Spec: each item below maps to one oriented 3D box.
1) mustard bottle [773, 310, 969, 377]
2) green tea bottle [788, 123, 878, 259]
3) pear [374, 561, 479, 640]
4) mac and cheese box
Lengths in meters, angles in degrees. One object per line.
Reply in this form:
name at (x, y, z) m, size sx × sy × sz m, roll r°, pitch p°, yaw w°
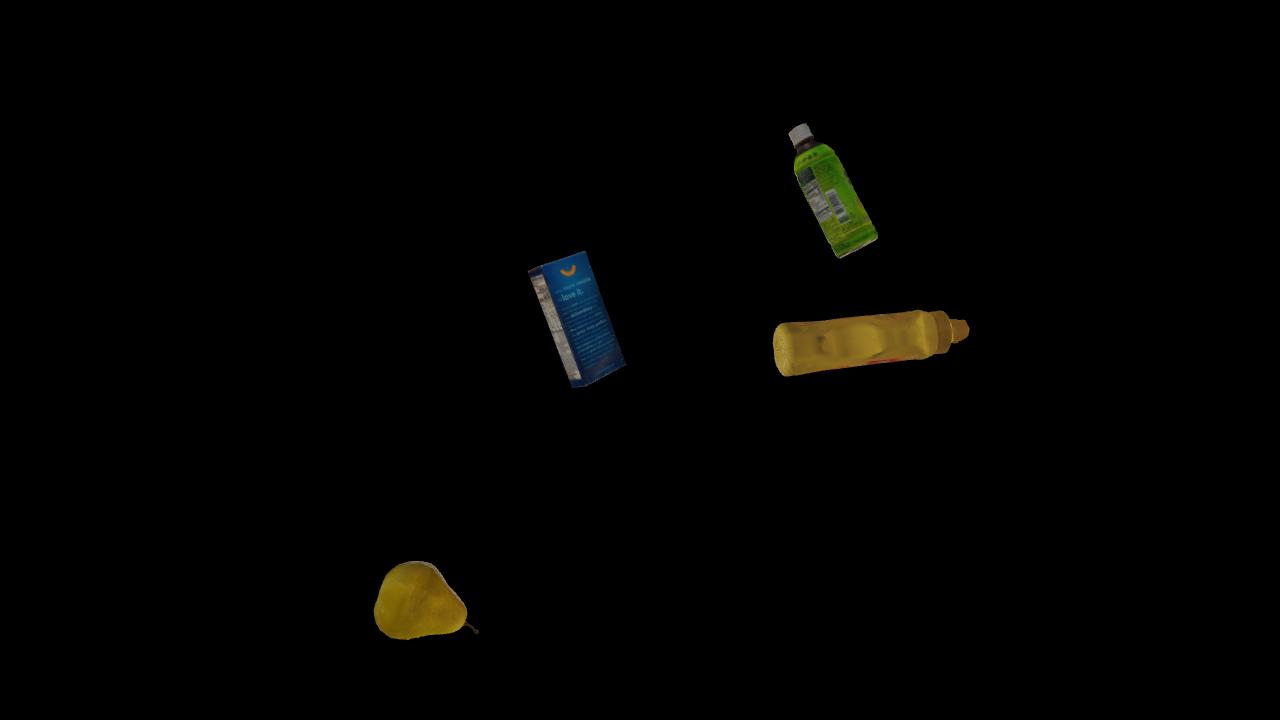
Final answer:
mustard bottle at (0.230, -0.020, 0.609) m, size 0.184 × 0.054 × 0.092 m, roll -7°, pitch -8°, yaw 3°
green tea bottle at (0.291, -0.265, 0.951) m, size 0.073 × 0.212 × 0.073 m, roll -26°, pitch 0°, yaw 0°
pear at (-0.222, 0.261, 0.656) m, size 0.111 × 0.080 × 0.080 m, roll 17°, pitch -2°, yaw -6°
mac and cheese box at (-0.091, -0.060, 0.911) m, size 0.041 × 0.184 × 0.093 m, roll -9°, pitch 15°, yaw 46°
